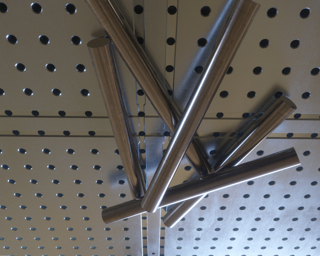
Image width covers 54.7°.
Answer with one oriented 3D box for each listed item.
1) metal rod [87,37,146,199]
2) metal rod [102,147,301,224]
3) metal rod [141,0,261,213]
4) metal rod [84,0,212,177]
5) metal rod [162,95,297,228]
[{"bbox_3d":[-0.047,0.021,0.428,0.025,0.025,0.298,-6,130,4],"label":"metal rod"},{"bbox_3d":[0.048,0.089,0.454,0.300,0.025,0.025,-21,127,17],"label":"metal rod"},{"bbox_3d":[0.036,-0.007,0.377,0.025,0.025,0.298,16,120,-14],"label":"metal rod"},{"bbox_3d":[-0.001,-0.038,0.379,0.025,0.025,0.299,-21,128,17],"label":"metal rod"},{"bbox_3d":[0.088,0.067,0.470,0.025,0.025,0.298,23,126,-19],"label":"metal rod"}]
